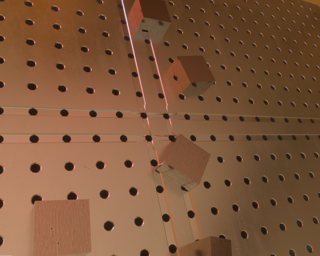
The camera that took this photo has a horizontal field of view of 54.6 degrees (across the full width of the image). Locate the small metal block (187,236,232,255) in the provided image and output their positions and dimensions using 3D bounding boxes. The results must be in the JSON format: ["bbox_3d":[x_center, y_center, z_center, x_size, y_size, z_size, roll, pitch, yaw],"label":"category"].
[{"bbox_3d":[0.051,0.147,0.329,0.025,0.050,0.050,18,55,-18],"label":"small metal block"}]

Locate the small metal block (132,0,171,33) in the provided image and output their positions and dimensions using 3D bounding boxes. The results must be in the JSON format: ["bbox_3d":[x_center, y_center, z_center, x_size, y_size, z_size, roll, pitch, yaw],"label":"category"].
[{"bbox_3d":[-0.014,-0.189,0.515,0.050,0.025,0.050,1,62,-28],"label":"small metal block"}]

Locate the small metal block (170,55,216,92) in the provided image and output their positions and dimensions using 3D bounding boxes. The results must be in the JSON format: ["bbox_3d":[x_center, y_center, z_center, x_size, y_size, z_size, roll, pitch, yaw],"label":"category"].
[{"bbox_3d":[0.052,-0.086,0.488,0.050,0.025,0.050,-10,67,-32],"label":"small metal block"}]

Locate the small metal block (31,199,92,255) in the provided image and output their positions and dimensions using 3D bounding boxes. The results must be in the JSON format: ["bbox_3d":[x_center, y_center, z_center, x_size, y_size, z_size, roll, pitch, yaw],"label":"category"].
[{"bbox_3d":[-0.095,0.097,0.297,0.050,0.025,0.050,4,60,-26],"label":"small metal block"}]

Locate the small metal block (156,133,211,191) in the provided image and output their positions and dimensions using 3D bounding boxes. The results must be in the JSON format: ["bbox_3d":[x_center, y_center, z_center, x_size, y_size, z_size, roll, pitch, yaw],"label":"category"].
[{"bbox_3d":[0.031,0.044,0.398,0.050,0.025,0.050,34,51,-6],"label":"small metal block"}]
